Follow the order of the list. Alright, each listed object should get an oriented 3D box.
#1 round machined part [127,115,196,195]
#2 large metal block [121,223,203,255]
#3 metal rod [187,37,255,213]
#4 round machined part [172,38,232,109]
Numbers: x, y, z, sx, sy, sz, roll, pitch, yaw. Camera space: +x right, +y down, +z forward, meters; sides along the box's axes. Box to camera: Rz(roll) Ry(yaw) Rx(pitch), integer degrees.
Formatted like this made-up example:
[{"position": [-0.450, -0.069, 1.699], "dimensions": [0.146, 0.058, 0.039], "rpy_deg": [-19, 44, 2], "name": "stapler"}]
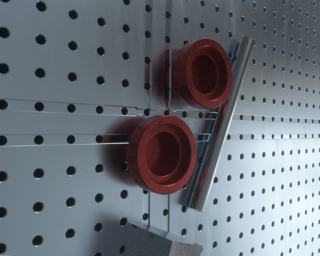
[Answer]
[{"position": [-0.002, 0.033, 0.396], "dimensions": [0.099, 0.042, 0.097], "rpy_deg": [0, 90, -40], "name": "round machined part"}, {"position": [-0.004, 0.167, 0.370], "dimensions": [0.050, 0.080, 0.080], "rpy_deg": [25, 74, -37], "name": "large metal block"}, {"position": [0.102, -0.015, 0.494], "dimensions": [0.025, 0.025, 0.299], "rpy_deg": [32, 70, -36], "name": "metal rod"}, {"position": [0.056, -0.076, 0.445], "dimensions": [0.099, 0.042, 0.097], "rpy_deg": [0, 90, -40], "name": "round machined part"}]
